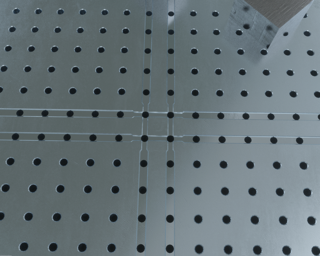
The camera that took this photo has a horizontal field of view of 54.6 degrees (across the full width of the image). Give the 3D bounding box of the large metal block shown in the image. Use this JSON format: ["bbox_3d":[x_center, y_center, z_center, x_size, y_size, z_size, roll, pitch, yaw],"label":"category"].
[{"bbox_3d":[0.166,-0.180,0.465,0.080,0.050,0.080,-40,75,-13],"label":"large metal block"}]
